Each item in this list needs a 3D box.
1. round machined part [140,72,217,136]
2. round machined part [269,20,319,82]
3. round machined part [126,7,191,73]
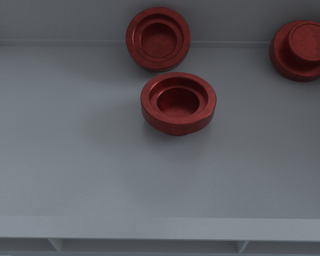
[{"bbox_3d":[0.024,-0.028,0.418,0.099,0.042,0.098,0,50,0],"label":"round machined part"},{"bbox_3d":[0.223,-0.124,0.476,0.099,0.042,0.098,0,75,1],"label":"round machined part"},{"bbox_3d":[-0.002,-0.134,0.487,0.099,0.042,0.097,0,85,1],"label":"round machined part"}]
